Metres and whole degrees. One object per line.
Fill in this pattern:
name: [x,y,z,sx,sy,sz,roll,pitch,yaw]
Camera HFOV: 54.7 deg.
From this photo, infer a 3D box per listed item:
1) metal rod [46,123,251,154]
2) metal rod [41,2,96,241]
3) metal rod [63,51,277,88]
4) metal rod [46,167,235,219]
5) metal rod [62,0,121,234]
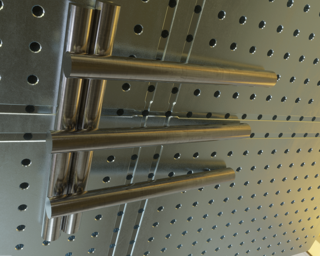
metal rod: [0.010,0.009,0.404,0.303,0.025,0.025,-2,120,-35]
metal rod: [-0.111,0.013,0.359,0.025,0.025,0.298,1,118,-29]
metal rod: [0.038,-0.066,0.374,0.303,0.025,0.025,-3,120,-34]
metal rod: [-0.005,0.086,0.445,0.303,0.025,0.025,-3,120,-34]
metal rod: [-0.087,0.007,0.368,0.025,0.025,0.298,1,118,-29]
